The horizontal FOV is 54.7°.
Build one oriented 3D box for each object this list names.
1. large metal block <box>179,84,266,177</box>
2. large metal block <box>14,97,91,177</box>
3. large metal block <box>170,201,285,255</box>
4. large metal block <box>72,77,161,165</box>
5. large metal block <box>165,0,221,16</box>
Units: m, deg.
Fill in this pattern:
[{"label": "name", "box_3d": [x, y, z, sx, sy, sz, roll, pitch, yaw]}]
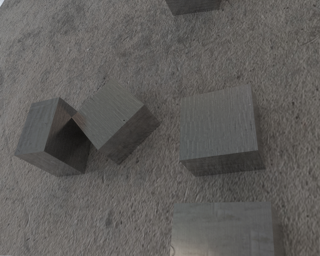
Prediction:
[{"label": "large metal block", "box_3d": [0.069, 0.005, 0.349, 0.080, 0.050, 0.080, -10, 57, 22]}, {"label": "large metal block", "box_3d": [-0.143, 0.015, 0.434, 0.050, 0.080, 0.080, -9, 58, 24]}, {"label": "large metal block", "box_3d": [0.063, 0.102, 0.273, 0.080, 0.080, 0.050, -8, 59, 24]}, {"label": "large metal block", "box_3d": [-0.060, -0.010, 0.426, 0.080, 0.050, 0.080, -45, 51, -3]}, {"label": "large metal block", "box_3d": [0.047, -0.228, 0.484, 0.080, 0.080, 0.050, 4, 64, 30]}]
